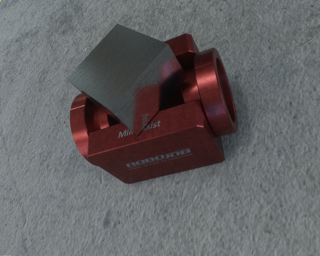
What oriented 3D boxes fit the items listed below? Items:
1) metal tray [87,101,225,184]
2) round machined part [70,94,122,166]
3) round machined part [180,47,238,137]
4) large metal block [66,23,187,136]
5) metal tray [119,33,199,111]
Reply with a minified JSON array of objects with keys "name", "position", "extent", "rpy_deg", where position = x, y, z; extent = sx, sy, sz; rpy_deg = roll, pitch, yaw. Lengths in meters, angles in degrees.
[{"name":"metal tray","position":[-0.003,0.022,0.348],"extent":[0.130,0.090,0.030],"rpy_deg":[-16,56,18]},{"name":"round machined part","position":[-0.066,-0.003,0.393],"extent":[0.042,0.098,0.098],"rpy_deg":[-15,56,20]},{"name":"round machined part","position":[0.055,-0.037,0.352],"extent":[0.042,0.098,0.098],"rpy_deg":[-15,56,20]},{"name":"large metal block","position":[-0.034,-0.052,0.319],"extent":[0.080,0.050,0.080],"rpy_deg":[34,80,38]},{"name":"metal tray","position":[-0.005,-0.060,0.403],"extent":[0.130,0.090,0.030],"rpy_deg":[-17,55,18]}]
